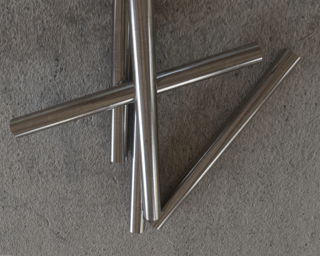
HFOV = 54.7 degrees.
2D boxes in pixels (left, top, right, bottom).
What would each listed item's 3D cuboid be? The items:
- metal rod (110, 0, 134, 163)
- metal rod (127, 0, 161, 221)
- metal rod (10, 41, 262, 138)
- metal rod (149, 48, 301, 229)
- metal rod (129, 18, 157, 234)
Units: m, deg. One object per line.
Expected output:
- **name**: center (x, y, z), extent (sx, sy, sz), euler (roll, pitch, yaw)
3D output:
- **metal rod**: center (-0.046, -0.097, 0.373), extent (0.025, 0.025, 0.298), euler (4, 110, -2)
- **metal rod**: center (-0.015, -0.005, 0.360), extent (0.025, 0.025, 0.298), euler (-2, 122, 0)
- **metal rod**: center (-0.032, -0.043, 0.365), extent (0.301, 0.025, 0.025), euler (-17, 109, 5)
- **metal rod**: center (0.077, 0.025, 0.419), extent (0.025, 0.025, 0.299), euler (33, 107, -11)
- **metal rod**: center (-0.025, 0.011, 0.413), extent (0.025, 0.025, 0.298), euler (3, 110, -1)
